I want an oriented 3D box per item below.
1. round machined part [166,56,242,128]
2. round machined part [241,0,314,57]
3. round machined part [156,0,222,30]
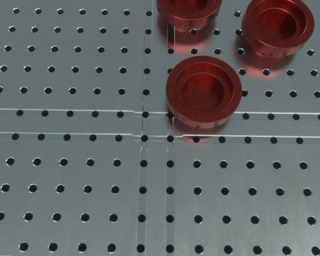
[{"bbox_3d":[0.057,-0.045,0.419,0.099,0.042,0.098,0,70,0],"label":"round machined part"},{"bbox_3d":[0.169,-0.147,0.457,0.099,0.042,0.098,0,70,0],"label":"round machined part"},{"bbox_3d":[0.043,-0.191,0.473,0.099,0.042,0.098,0,70,0],"label":"round machined part"}]
